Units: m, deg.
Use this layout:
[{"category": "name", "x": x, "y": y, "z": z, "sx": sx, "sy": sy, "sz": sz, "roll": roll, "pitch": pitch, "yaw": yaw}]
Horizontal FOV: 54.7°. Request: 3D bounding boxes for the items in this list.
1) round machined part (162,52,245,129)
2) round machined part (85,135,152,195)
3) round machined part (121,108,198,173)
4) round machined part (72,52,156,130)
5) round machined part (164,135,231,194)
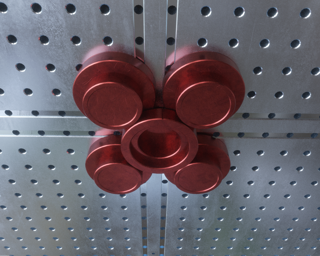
[{"category": "round machined part", "x": 0.052, "y": -0.037, "z": 0.369, "sx": 0.099, "sy": 0.042, "sz": 0.097, "roll": -1, "pitch": 130, "yaw": 0}, {"category": "round machined part", "x": -0.059, "y": 0.060, "z": 0.451, "sx": 0.099, "sy": 0.042, "sz": 0.097, "roll": -1, "pitch": 130, "yaw": 0}, {"category": "round machined part", "x": -0.001, "y": 0.013, "z": 0.409, "sx": 0.099, "sy": 0.042, "sz": 0.097, "roll": -1, "pitch": 130, "yaw": 0}, {"category": "round machined part", "x": -0.054, "y": -0.036, "z": 0.368, "sx": 0.099, "sy": 0.042, "sz": 0.097, "roll": -1, "pitch": 130, "yaw": 0}, {"category": "round machined part", "x": 0.054, "y": 0.059, "z": 0.451, "sx": 0.099, "sy": 0.042, "sz": 0.097, "roll": -1, "pitch": 130, "yaw": 0}]
